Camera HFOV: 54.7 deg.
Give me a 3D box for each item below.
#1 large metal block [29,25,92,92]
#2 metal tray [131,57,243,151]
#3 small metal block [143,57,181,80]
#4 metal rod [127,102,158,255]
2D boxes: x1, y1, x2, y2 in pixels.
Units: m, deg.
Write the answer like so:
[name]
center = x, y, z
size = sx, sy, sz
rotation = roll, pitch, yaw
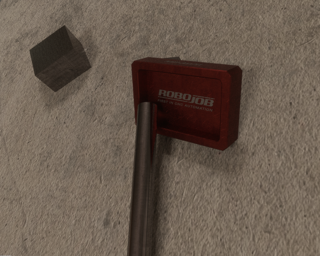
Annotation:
[large metal block]
center = -0.180, -0.125, 0.556
size = 0.080, 0.050, 0.080
rotation = -33, 52, 6
[metal tray]
center = 0.028, -0.032, 0.368
size = 0.130, 0.089, 0.030
rotation = 14, 27, 33
[small metal block]
center = 0.010, -0.070, 0.424
size = 0.050, 0.050, 0.025
rotation = 1, 62, 28
[metal rod]
center = -0.020, 0.110, 0.326
size = 0.025, 0.025, 0.299
rotation = -9, 64, 23
